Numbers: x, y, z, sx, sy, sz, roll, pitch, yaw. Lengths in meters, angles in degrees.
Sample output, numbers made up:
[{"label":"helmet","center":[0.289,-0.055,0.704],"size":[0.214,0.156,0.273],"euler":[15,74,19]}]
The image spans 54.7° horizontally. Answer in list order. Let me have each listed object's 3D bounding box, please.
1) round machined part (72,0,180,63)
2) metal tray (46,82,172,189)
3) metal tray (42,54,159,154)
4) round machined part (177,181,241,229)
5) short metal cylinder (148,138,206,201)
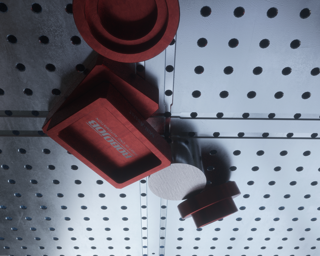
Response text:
[{"label":"round machined part","center":[-0.031,-0.117,0.301],"size":[0.099,0.042,0.097],"euler":[-1,130,0]},{"label":"metal tray","center":[-0.058,0.016,0.380],"size":[0.090,0.030,0.130],"euler":[-29,125,22]},{"label":"metal tray","center":[-0.075,-0.021,0.390],"size":[0.090,0.030,0.130],"euler":[34,122,-26]},{"label":"round machined part","center":[0.079,0.121,0.474],"size":[0.099,0.042,0.098],"euler":[-21,160,-8]},{"label":"short metal cylinder","center":[0.024,0.060,0.447],"size":[0.081,0.050,0.079],"euler":[0,130,0]}]
